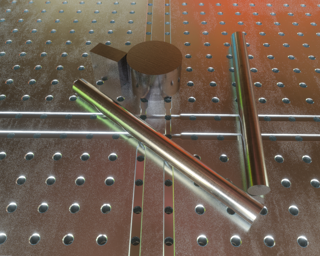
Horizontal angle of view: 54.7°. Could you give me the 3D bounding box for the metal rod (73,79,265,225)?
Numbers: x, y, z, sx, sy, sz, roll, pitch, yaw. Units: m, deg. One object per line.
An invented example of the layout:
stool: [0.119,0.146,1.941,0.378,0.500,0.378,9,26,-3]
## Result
metal rod: [-0.007,0.016,0.394,0.300,0.025,0.025,35,58,25]

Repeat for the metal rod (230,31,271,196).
metal rod: [0.124,-0.044,0.446,0.025,0.025,0.300,4,50,3]

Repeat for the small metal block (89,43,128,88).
small metal block: [-0.075,-0.095,0.470,0.050,0.050,0.025,24,54,19]

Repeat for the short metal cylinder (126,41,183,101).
short metal cylinder: [-0.008,-0.087,0.464,0.081,0.050,0.080,0,50,0]
